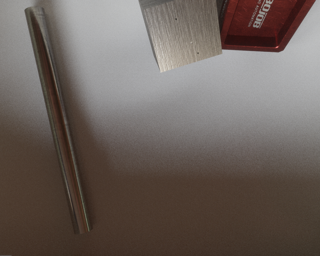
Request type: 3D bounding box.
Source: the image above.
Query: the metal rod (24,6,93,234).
[{"bbox_3d":[-0.133,-0.010,0.409,0.025,0.025,0.298,-13,90,0],"label":"metal rod"}]

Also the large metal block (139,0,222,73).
[{"bbox_3d":[0.025,-0.125,0.380,0.080,0.050,0.080,-17,129,0],"label":"large metal block"}]

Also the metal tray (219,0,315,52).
[{"bbox_3d":[0.121,-0.141,0.359,0.091,0.130,0.030,3,68,-1],"label":"metal tray"}]
